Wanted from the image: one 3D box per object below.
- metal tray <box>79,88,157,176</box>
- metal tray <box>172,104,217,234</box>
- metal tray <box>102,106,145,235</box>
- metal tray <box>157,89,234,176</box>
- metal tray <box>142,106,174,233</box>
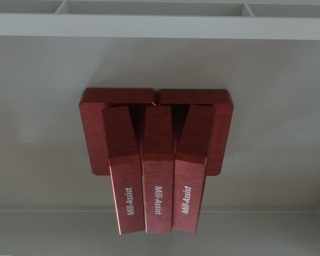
[{"bbox_3d":[-0.050,0.010,0.410,0.091,0.030,0.129,0,130,-1],"label":"metal tray"},{"bbox_3d":[0.039,0.049,0.364,0.030,0.090,0.129,9,131,11],"label":"metal tray"},{"bbox_3d":[-0.042,0.051,0.364,0.030,0.090,0.129,-8,131,-10],"label":"metal tray"},{"bbox_3d":[0.041,0.010,0.413,0.091,0.030,0.129,0,130,-1],"label":"metal tray"},{"bbox_3d":[-0.002,0.050,0.366,0.030,0.090,0.129,0,128,0],"label":"metal tray"}]
